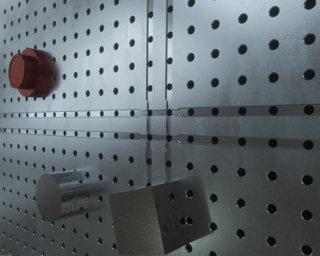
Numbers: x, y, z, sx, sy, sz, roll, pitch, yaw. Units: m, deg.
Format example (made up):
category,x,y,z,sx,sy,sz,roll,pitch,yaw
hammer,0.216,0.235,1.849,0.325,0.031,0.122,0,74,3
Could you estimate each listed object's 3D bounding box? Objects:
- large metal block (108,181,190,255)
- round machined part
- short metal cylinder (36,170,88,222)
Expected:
category,x,y,z,sx,sy,sz,roll,pitch,yaw
large metal block,-0.016,0.118,0.406,0.080,0.050,0.080,-19,78,38
round machined part,-0.267,-0.111,0.619,0.098,0.042,0.097,0,90,40
short metal cylinder,-0.170,0.115,0.533,0.080,0.050,0.079,0,90,40
